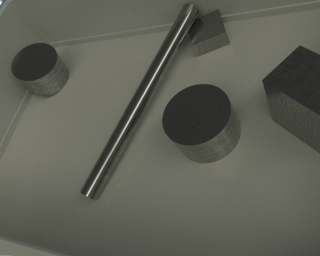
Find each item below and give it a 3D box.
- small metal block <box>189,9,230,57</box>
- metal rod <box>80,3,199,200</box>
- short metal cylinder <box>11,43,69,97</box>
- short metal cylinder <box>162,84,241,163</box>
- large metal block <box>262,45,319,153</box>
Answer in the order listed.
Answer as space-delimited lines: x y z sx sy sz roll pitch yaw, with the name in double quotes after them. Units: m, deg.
0.070 -0.138 0.453 0.050 0.025 0.050 -19 55 17 "small metal block"
-0.023 -0.043 0.425 0.025 0.025 0.299 21 78 35 "metal rod"
-0.209 -0.102 0.545 0.080 0.050 0.080 -3 64 6 "short metal cylinder"
0.050 -0.005 0.366 0.080 0.050 0.080 -13 56 20 "short metal cylinder"
0.154 -0.022 0.303 0.050 0.080 0.080 -43 51 -2 "large metal block"
